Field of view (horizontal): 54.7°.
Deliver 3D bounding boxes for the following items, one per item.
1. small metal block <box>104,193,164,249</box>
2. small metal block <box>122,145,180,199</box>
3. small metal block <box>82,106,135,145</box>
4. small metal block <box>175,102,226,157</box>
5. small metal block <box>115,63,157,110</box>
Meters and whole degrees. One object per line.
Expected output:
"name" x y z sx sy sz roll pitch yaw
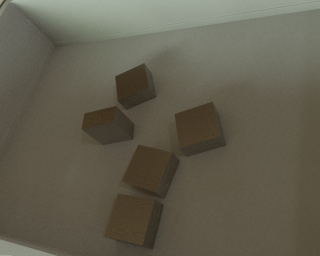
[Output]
"small metal block" -0.029 0.106 0.355 0.050 0.025 0.050 2 62 28
"small metal block" -0.011 0.052 0.378 0.050 0.025 0.050 11 67 32
"small metal block" -0.070 -0.002 0.426 0.050 0.050 0.025 -11 57 22
"small metal block" 0.049 0.002 0.378 0.050 0.025 0.050 -18 55 17
"small metal block" -0.037 -0.062 0.461 0.050 0.025 0.050 -22 54 15
